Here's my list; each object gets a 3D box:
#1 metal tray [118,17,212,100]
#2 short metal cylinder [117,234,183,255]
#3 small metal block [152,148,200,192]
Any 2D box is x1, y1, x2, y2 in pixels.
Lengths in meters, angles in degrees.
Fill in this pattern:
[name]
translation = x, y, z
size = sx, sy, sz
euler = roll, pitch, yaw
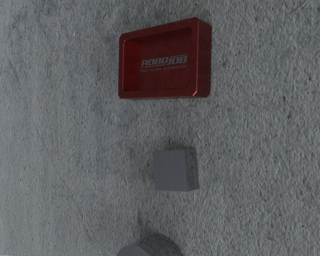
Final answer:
[metal tray]
translation = 0.002, -0.083, 0.400
size = 0.130, 0.030, 0.089
euler = 2, 92, 40
[short metal cylinder]
translation = -0.013, 0.184, 0.399
size = 0.080, 0.050, 0.080
euler = 0, 90, 40
[small metal block]
translation = 0.020, 0.052, 0.389
size = 0.050, 0.025, 0.050
euler = -7, 85, 39
